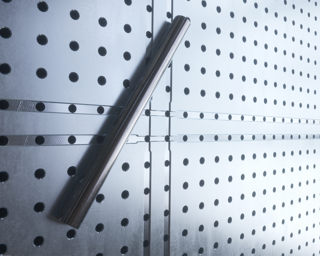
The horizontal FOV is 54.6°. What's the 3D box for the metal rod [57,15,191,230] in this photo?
[{"bbox_3d":[-0.033,-0.023,0.380,0.025,0.025,0.300,41,65,-32],"label":"metal rod"}]
